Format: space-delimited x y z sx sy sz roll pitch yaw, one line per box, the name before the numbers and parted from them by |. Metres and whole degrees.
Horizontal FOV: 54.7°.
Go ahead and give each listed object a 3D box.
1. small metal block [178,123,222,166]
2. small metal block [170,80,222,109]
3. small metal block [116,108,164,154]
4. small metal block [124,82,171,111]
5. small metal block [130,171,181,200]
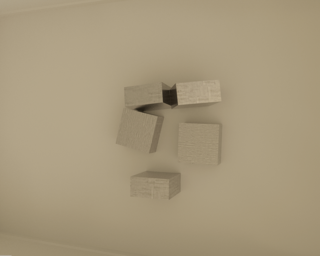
small metal block | 0.051 0.019 0.392 0.050 0.025 0.050 2 91 20
small metal block | 0.041 -0.039 0.374 0.050 0.050 0.025 -5 89 -7
small metal block | -0.027 0.003 0.420 0.050 0.025 0.050 15 95 19
small metal block | -0.012 -0.039 0.401 0.050 0.050 0.025 -5 84 20
small metal block | -0.004 0.073 0.399 0.050 0.050 0.025 1 91 20
